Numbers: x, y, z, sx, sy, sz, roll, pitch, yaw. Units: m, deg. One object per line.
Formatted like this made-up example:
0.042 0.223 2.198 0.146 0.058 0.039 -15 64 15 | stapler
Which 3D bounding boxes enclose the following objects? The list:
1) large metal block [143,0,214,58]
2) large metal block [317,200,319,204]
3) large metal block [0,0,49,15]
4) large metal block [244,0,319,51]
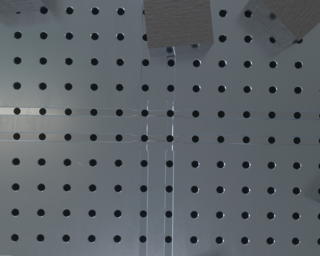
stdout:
0.022 -0.140 0.401 0.080 0.050 0.080 -6 90 0 | large metal block
0.274 0.096 0.403 0.080 0.050 0.080 38 90 0 | large metal block
-0.197 -0.198 0.400 0.080 0.050 0.080 -6 90 0 | large metal block
0.172 -0.162 0.402 0.080 0.050 0.080 -43 90 0 | large metal block
